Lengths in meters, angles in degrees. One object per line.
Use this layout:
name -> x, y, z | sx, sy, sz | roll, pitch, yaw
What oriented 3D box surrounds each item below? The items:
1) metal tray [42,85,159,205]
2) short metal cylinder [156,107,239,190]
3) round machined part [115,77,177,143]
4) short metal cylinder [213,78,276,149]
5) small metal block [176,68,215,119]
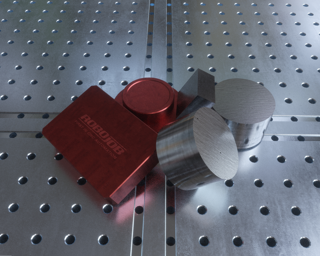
metal tray -> -0.067, 0.015, 0.371 | 0.130, 0.030, 0.090 | 38, 74, 27
short metal cylinder -> 0.042, 0.023, 0.339 | 0.050, 0.080, 0.080 | -26, 38, 37
round machined part -> -0.015, -0.031, 0.417 | 0.099, 0.042, 0.098 | 0, 50, 0
short metal cylinder -> 0.102, -0.019, 0.404 | 0.081, 0.050, 0.080 | 0, 50, 0
small metal block -> 0.045, -0.039, 0.395 | 0.025, 0.050, 0.050 | 23, 47, -18
